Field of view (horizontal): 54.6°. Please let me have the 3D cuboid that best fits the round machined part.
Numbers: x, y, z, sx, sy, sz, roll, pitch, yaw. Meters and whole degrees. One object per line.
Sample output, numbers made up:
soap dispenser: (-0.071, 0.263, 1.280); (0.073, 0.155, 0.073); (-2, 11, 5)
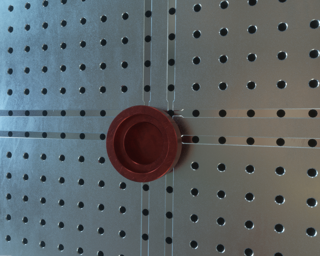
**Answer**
round machined part: (-0.018, 0.020, 0.410); (0.098, 0.042, 0.097); (0, 90, 20)
